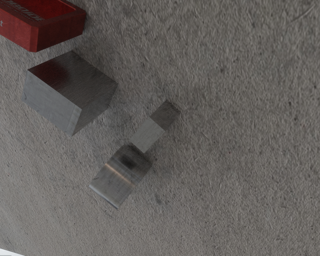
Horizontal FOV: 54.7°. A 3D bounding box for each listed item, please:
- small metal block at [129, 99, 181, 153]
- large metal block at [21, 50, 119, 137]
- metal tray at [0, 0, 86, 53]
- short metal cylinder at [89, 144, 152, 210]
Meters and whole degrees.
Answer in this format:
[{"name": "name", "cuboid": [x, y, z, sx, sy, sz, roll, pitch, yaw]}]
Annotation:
[{"name": "small metal block", "cuboid": [-0.006, -0.002, 0.392, 0.025, 0.050, 0.050, 42, 129, -1]}, {"name": "large metal block", "cuboid": [-0.115, -0.047, 0.403, 0.080, 0.080, 0.050, 36, 129, 4]}, {"name": "metal tray", "cuboid": [-0.167, -0.143, 0.364, 0.130, 0.090, 0.030, 31, 128, 8]}, {"name": "short metal cylinder", "cuboid": [-0.056, 0.069, 0.444, 0.050, 0.080, 0.080, 39, 129, 2]}]
